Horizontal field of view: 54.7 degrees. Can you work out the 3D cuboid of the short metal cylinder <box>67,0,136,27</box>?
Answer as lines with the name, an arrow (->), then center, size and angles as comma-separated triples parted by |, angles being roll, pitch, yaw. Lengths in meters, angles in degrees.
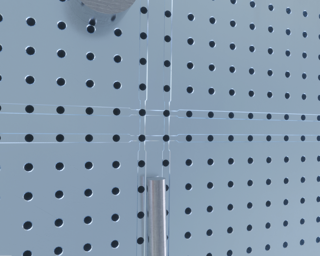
short metal cylinder -> -0.070, -0.169, 0.374 | 0.081, 0.050, 0.079 | 0, 90, -21

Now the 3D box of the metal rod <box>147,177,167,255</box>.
metal rod -> -0.002, 0.216, 0.413 | 0.025, 0.025, 0.298 | -1, 91, -20
